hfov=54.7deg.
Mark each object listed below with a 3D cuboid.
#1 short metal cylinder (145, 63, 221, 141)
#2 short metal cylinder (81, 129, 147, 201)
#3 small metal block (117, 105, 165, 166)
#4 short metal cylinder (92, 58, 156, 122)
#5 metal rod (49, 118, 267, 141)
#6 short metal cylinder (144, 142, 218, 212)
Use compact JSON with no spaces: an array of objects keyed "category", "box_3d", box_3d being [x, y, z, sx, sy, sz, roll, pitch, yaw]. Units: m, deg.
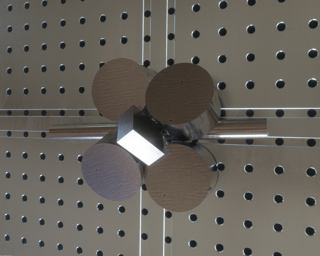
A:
[{"category":"short metal cylinder","box_3d":[0.029,-0.030,0.371,0.080,0.050,0.080,-8,64,17]},{"category":"short metal cylinder","box_3d":[-0.053,0.046,0.401,0.080,0.050,0.079,6,112,16]},{"category":"small metal block","box_3d":[-0.022,0.008,0.365,0.025,0.050,0.050,-38,120,22]},{"category":"short metal cylinder","box_3d":[-0.042,-0.048,0.410,0.080,0.050,0.079,0,90,20]},{"category":"metal rod","box_3d":[-0.016,0.004,0.414,0.301,0.025,0.025,-1,90,19]},{"category":"short metal cylinder","box_3d":[0.027,0.058,0.385,0.080,0.050,0.079,0,90,20]}]
